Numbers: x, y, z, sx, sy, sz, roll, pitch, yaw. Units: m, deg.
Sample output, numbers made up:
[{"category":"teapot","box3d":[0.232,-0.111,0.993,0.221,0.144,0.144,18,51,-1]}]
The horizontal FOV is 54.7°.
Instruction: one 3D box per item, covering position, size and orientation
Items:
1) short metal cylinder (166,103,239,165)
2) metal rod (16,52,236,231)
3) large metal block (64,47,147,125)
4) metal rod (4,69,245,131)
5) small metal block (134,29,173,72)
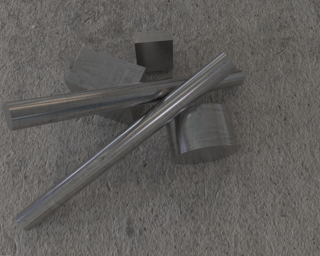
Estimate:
[{"category":"short metal cylinder","box3d":[0.050,0.010,0.376,0.081,0.080,0.050,-8,71,-3]},{"category":"metal rod","box3d":[-0.043,0.019,0.351,0.300,0.025,0.025,-38,74,6]},{"category":"large metal block","box3d":[-0.063,-0.048,0.396,0.080,0.080,0.050,19,71,7]},{"category":"metal rod","box3d":[-0.009,-0.040,0.349,0.302,0.025,0.025,-15,68,-36]},{"category":"small metal block","box3d":[-0.008,-0.106,0.431,0.050,0.050,0.025,-6,51,-2]}]
